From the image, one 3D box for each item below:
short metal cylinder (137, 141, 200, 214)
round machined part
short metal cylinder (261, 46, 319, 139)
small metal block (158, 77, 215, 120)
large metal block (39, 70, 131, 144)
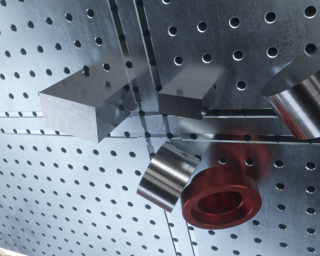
[{"bbox_3d":[0.012,0.064,0.408,0.050,0.080,0.079,28,128,10],"label":"short metal cylinder"},{"bbox_3d":[0.075,0.086,0.396,0.099,0.042,0.097,-3,133,-3],"label":"round machined part"},{"bbox_3d":[0.141,-0.035,0.280,0.080,0.080,0.050,-34,100,38],"label":"short metal cylinder"},{"bbox_3d":[0.031,-0.035,0.356,0.050,0.050,0.025,11,123,22],"label":"small metal block"},{"bbox_3d":[-0.094,-0.031,0.404,0.080,0.080,0.050,15,125,19],"label":"large metal block"}]
